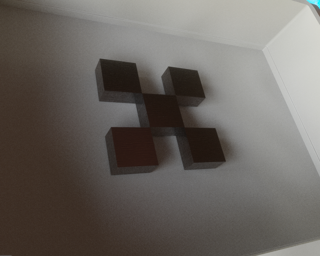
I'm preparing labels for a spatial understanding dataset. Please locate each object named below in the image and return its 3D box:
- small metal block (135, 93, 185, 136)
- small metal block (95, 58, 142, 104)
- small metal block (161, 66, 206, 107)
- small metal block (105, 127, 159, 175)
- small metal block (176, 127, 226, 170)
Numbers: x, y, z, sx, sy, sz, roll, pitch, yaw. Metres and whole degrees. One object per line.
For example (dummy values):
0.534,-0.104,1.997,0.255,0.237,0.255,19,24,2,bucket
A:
0.000,-0.017,0.413,0.050,0.025,0.050,0,62,-28,small metal block
-0.056,-0.061,0.410,0.050,0.025,0.050,2,61,-28,small metal block
0.034,-0.060,0.457,0.050,0.025,0.050,2,61,-27,small metal block
-0.034,0.027,0.368,0.050,0.025,0.050,1,61,-28,small metal block
0.054,0.027,0.415,0.050,0.025,0.050,1,61,-28,small metal block
